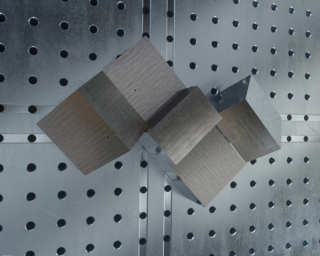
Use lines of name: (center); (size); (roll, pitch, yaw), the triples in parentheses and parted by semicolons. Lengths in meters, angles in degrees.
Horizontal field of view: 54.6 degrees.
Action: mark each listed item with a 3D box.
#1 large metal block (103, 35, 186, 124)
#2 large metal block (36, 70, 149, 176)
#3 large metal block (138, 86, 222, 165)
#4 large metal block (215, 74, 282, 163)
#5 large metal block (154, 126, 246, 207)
large metal block: (-0.029, -0.054, 0.388); (0.080, 0.050, 0.080); (-43, 104, -14)
large metal block: (-0.075, -0.004, 0.348); (0.080, 0.080, 0.050); (51, 36, -13)
large metal block: (0.016, -0.004, 0.389); (0.080, 0.080, 0.050); (-44, 105, -15)
large metal block: (0.121, -0.014, 0.421); (0.080, 0.050, 0.080); (51, 35, -14)
large metal block: (0.053, 0.045, 0.418); (0.080, 0.050, 0.080); (-43, 102, -15)
